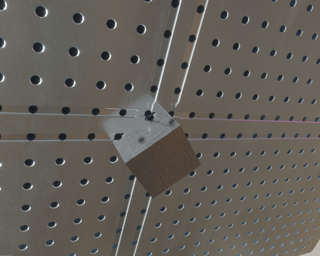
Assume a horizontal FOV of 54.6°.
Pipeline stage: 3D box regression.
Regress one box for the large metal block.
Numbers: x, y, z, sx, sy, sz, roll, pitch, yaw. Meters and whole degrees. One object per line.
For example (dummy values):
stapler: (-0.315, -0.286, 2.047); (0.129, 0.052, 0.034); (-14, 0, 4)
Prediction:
large metal block: (-0.003, 0.034, 0.414); (0.080, 0.050, 0.080); (-35, 129, -6)
